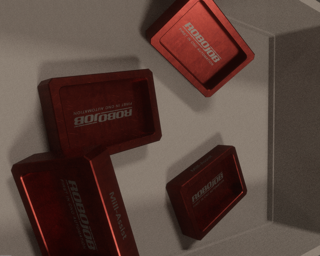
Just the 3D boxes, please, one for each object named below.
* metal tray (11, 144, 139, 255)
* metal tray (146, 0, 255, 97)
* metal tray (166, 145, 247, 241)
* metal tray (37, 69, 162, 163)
[{"bbox_3d":[-0.079,0.085,0.297,0.030,0.090,0.129,-40,119,-64],"label":"metal tray"},{"bbox_3d":[0.056,-0.112,0.418,0.090,0.030,0.130,-42,126,15],"label":"metal tray"},{"bbox_3d":[0.076,0.093,0.469,0.131,0.030,0.090,-31,109,-36],"label":"metal tray"},{"bbox_3d":[-0.061,-0.016,0.353,0.131,0.030,0.089,-15,100,-39],"label":"metal tray"}]
